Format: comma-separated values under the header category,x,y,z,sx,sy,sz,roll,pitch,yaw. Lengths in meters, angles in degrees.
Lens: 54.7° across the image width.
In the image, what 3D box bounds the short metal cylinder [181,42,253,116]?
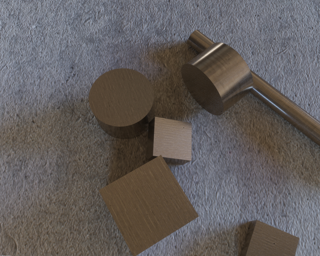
category,x,y,z,sx,sy,sz,roll,pitch,yaw
short metal cylinder,0.073,-0.063,0.403,0.050,0.080,0.080,-37,74,-12

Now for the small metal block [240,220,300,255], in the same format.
category,x,y,z,sx,sy,sz,roll,pitch,yaw
small metal block,0.125,0.141,0.358,0.050,0.025,0.050,22,71,7

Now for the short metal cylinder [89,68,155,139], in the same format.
category,x,y,z,sx,sy,sz,roll,pitch,yaw
short metal cylinder,-0.047,-0.031,0.406,0.080,0.050,0.080,0,70,0

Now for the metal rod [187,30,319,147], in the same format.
category,x,y,z,sx,sy,sz,roll,pitch,yaw
metal rod,0.158,-0.038,0.423,0.300,0.025,0.025,41,75,13

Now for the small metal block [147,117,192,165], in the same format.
category,x,y,z,sx,sy,sz,roll,pitch,yaw
small metal block,0.012,0.017,0.394,0.050,0.025,0.050,9,69,-18

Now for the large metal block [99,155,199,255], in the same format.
category,x,y,z,sx,sy,sz,roll,pitch,yaw
large metal block,-0.013,0.091,0.362,0.080,0.050,0.080,-29,73,-10
